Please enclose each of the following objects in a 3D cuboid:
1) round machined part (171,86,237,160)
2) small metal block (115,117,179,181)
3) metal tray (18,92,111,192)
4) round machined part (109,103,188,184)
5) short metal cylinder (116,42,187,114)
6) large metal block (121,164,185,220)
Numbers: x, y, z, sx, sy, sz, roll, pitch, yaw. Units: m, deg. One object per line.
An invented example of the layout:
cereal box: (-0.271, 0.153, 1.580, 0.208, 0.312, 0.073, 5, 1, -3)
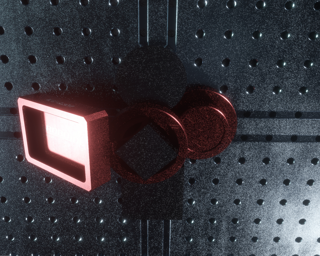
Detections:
round machined part: (0.052, -0.002, 0.402, 0.099, 0.042, 0.097, 0, 110, 0)
small metal block: (-0.015, 0.024, 0.356, 0.050, 0.025, 0.050, -40, 106, 13)
metal tray: (-0.118, 0.013, 0.376, 0.130, 0.030, 0.089, 15, 115, 34)
round machined part: (-0.017, 0.016, 0.379, 0.099, 0.042, 0.097, 0, 110, 0)
short metal cylinder: (-0.010, -0.062, 0.376, 0.081, 0.050, 0.079, 0, 110, 0)
large metal block: (-0.010, 0.077, 0.425, 0.081, 0.050, 0.079, 1, 110, -1)
